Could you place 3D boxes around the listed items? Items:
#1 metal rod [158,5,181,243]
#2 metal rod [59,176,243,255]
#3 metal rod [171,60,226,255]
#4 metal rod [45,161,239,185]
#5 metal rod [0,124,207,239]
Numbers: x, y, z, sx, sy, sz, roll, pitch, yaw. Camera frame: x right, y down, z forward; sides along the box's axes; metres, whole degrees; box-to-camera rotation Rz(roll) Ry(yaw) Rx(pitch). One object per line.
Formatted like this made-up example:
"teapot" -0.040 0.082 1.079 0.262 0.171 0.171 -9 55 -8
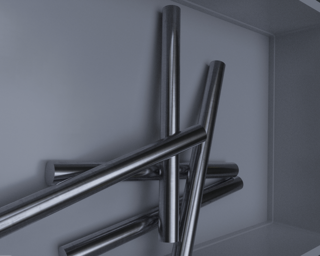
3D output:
"metal rod" 0.013 -0.012 0.395 0.025 0.025 0.298 9 78 -40
"metal rod" 0.014 0.114 0.419 0.302 0.025 0.025 -11 97 -40
"metal rod" 0.056 0.037 0.428 0.025 0.025 0.299 31 63 -36
"metal rod" 0.004 0.057 0.410 0.302 0.025 0.025 6 87 -40
"metal rod" -0.067 0.054 0.317 0.302 0.025 0.025 -22 104 -32
